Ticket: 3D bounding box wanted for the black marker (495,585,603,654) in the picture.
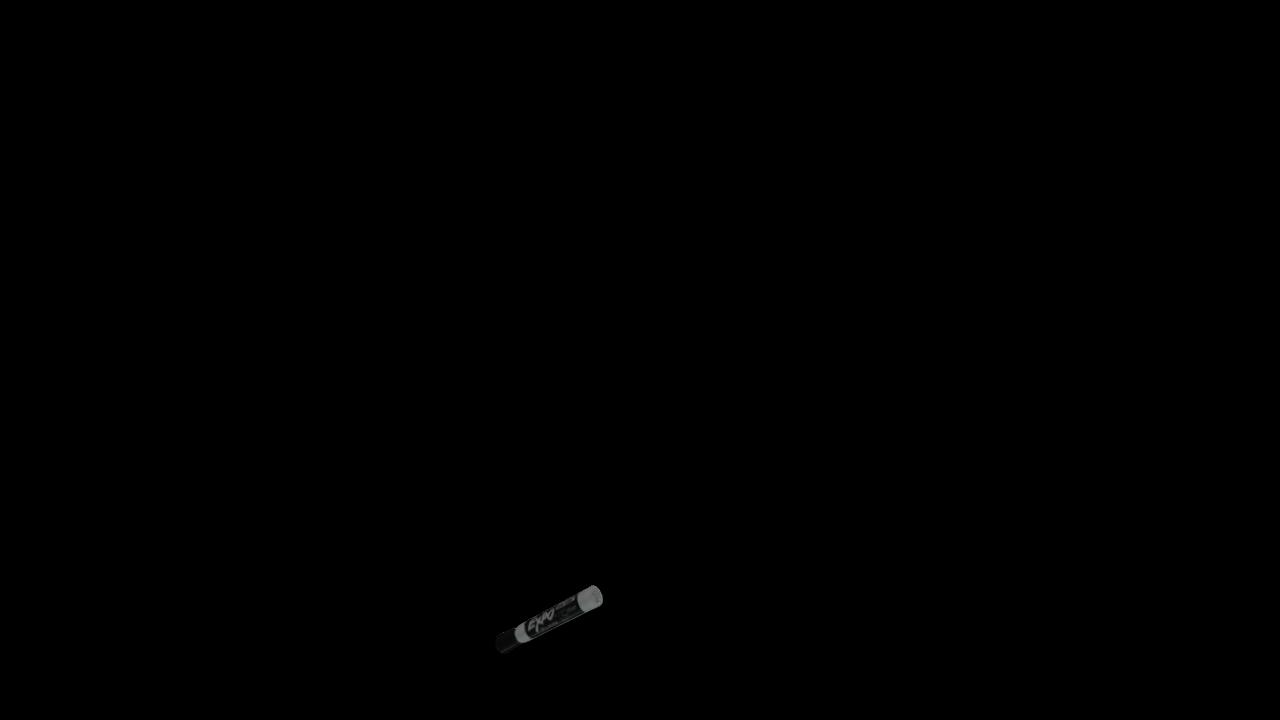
[{"bbox_3d":[-0.086,0.240,0.564,0.121,0.020,0.020,-33,-12,18],"label":"black marker"}]
